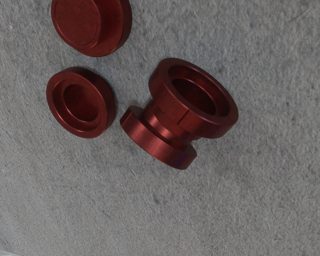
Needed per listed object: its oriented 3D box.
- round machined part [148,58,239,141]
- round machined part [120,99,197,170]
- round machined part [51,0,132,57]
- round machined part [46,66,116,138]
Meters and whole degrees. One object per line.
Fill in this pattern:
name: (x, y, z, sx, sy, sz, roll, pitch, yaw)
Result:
round machined part: (0.030, -0.026, 0.325, 0.098, 0.098, 0.042, 39, 124, 1)
round machined part: (0.005, 0.002, 0.365, 0.098, 0.098, 0.042, 37, 101, 3)
round machined part: (-0.085, -0.129, 0.359, 0.098, 0.042, 0.097, 13, 124, 20)
round machined part: (-0.102, -0.038, 0.425, 0.098, 0.042, 0.097, 13, 124, 20)
